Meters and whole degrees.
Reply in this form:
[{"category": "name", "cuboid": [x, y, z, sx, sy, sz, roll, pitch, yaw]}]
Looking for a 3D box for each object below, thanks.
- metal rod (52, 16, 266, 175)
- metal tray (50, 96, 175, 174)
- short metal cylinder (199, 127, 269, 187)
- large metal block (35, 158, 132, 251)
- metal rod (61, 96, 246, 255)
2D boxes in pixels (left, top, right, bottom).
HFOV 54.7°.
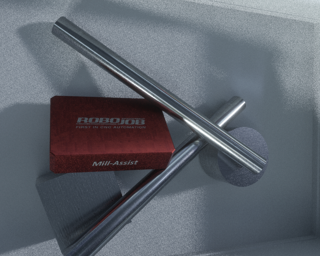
[{"category": "metal rod", "cuboid": [0.003, -0.037, 0.380, 0.301, 0.025, 0.025, 35, 78, -5]}, {"category": "metal tray", "cuboid": [-0.057, 0.005, 0.356, 0.131, 0.030, 0.090, 0, 46, -19]}, {"category": "short metal cylinder", "cuboid": [0.103, 0.038, 0.434, 0.081, 0.050, 0.079, 0, 90, -21]}, {"category": "large metal block", "cuboid": [-0.089, 0.083, 0.360, 0.081, 0.050, 0.080, -20, 97, -19]}, {"category": "metal rod", "cuboid": [0.013, 0.047, 0.376, 0.302, 0.025, 0.025, -39, 103, -30]}]
